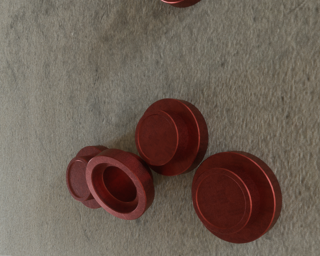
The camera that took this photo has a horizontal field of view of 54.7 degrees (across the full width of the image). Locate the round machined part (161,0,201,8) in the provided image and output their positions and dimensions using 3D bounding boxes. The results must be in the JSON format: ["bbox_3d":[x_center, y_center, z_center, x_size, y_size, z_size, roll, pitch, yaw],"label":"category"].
[{"bbox_3d":[0.023,-0.201,0.373,0.098,0.042,0.097,0,90,39],"label":"round machined part"}]

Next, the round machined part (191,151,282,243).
[{"bbox_3d":[0.074,0.074,0.332,0.098,0.042,0.097,0,90,39],"label":"round machined part"}]

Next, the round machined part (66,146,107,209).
[{"bbox_3d":[-0.109,0.077,0.481,0.098,0.042,0.097,0,90,39],"label":"round machined part"}]

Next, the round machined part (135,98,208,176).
[{"bbox_3d":[0.007,0.012,0.386,0.098,0.042,0.097,0,90,39],"label":"round machined part"}]

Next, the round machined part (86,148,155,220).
[{"bbox_3d":[-0.049,0.071,0.417,0.098,0.042,0.097,15,120,27],"label":"round machined part"}]
